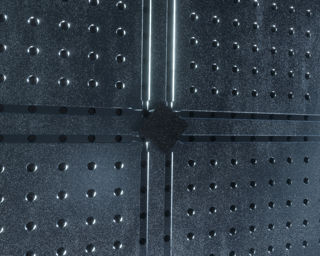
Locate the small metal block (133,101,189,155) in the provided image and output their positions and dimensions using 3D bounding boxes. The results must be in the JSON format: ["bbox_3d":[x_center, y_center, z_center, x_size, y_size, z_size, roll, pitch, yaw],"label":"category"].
[{"bbox_3d":[0.001,0.000,0.413,0.050,0.025,0.050,40,77,-16],"label":"small metal block"}]
